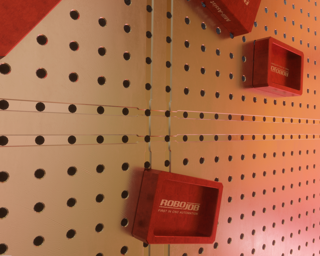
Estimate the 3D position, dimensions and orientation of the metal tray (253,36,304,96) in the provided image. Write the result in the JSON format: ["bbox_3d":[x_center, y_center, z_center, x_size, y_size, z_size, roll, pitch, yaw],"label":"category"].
[{"bbox_3d":[0.230,-0.113,0.596,0.131,0.030,0.090,5,87,-40],"label":"metal tray"}]

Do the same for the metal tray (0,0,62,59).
[{"bbox_3d":[-0.143,-0.138,0.285,0.090,0.030,0.130,47,62,-30],"label":"metal tray"}]

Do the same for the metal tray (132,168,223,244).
[{"bbox_3d":[0.030,0.111,0.429,0.131,0.030,0.090,17,79,-39],"label":"metal tray"}]

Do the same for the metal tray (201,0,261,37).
[{"bbox_3d":[0.110,-0.222,0.496,0.130,0.030,0.090,32,70,-35],"label":"metal tray"}]
